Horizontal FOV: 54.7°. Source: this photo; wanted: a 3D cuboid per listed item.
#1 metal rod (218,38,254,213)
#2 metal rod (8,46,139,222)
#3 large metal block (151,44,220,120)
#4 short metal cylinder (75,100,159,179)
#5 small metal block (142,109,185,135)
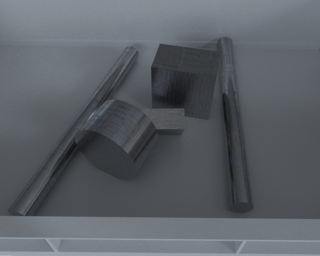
[{"bbox_3d":[0.099,-0.029,0.430,0.025,0.025,0.300,4,50,2],"label":"metal rod"},{"bbox_3d":[-0.097,-0.016,0.416,0.025,0.025,0.301,16,52,12],"label":"metal rod"},{"bbox_3d":[0.034,-0.062,0.422,0.080,0.080,0.050,10,51,7],"label":"large metal block"},{"bbox_3d":[-0.049,0.014,0.357,0.080,0.080,0.050,22,53,17],"label":"short metal cylinder"},{"bbox_3d":[0.004,-0.007,0.391,0.050,0.050,0.025,0,80,-1],"label":"small metal block"}]
